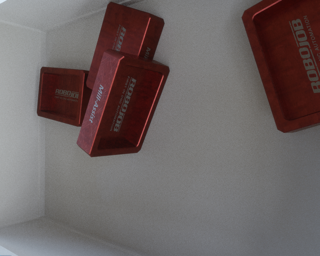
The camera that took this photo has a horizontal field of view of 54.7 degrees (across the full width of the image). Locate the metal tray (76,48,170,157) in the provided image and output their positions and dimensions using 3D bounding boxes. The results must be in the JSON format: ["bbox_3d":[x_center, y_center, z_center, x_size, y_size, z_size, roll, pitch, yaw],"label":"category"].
[{"bbox_3d":[-0.046,-0.028,0.400,0.030,0.091,0.129,33,110,35],"label":"metal tray"}]

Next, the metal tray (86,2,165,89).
[{"bbox_3d":[-0.054,-0.105,0.446,0.090,0.030,0.129,31,109,35],"label":"metal tray"}]

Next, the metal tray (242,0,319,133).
[{"bbox_3d":[0.139,-0.069,0.287,0.090,0.030,0.129,-22,76,37],"label":"metal tray"}]

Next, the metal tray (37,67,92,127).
[{"bbox_3d":[-0.162,-0.056,0.533,0.130,0.030,0.089,12,98,39],"label":"metal tray"}]
